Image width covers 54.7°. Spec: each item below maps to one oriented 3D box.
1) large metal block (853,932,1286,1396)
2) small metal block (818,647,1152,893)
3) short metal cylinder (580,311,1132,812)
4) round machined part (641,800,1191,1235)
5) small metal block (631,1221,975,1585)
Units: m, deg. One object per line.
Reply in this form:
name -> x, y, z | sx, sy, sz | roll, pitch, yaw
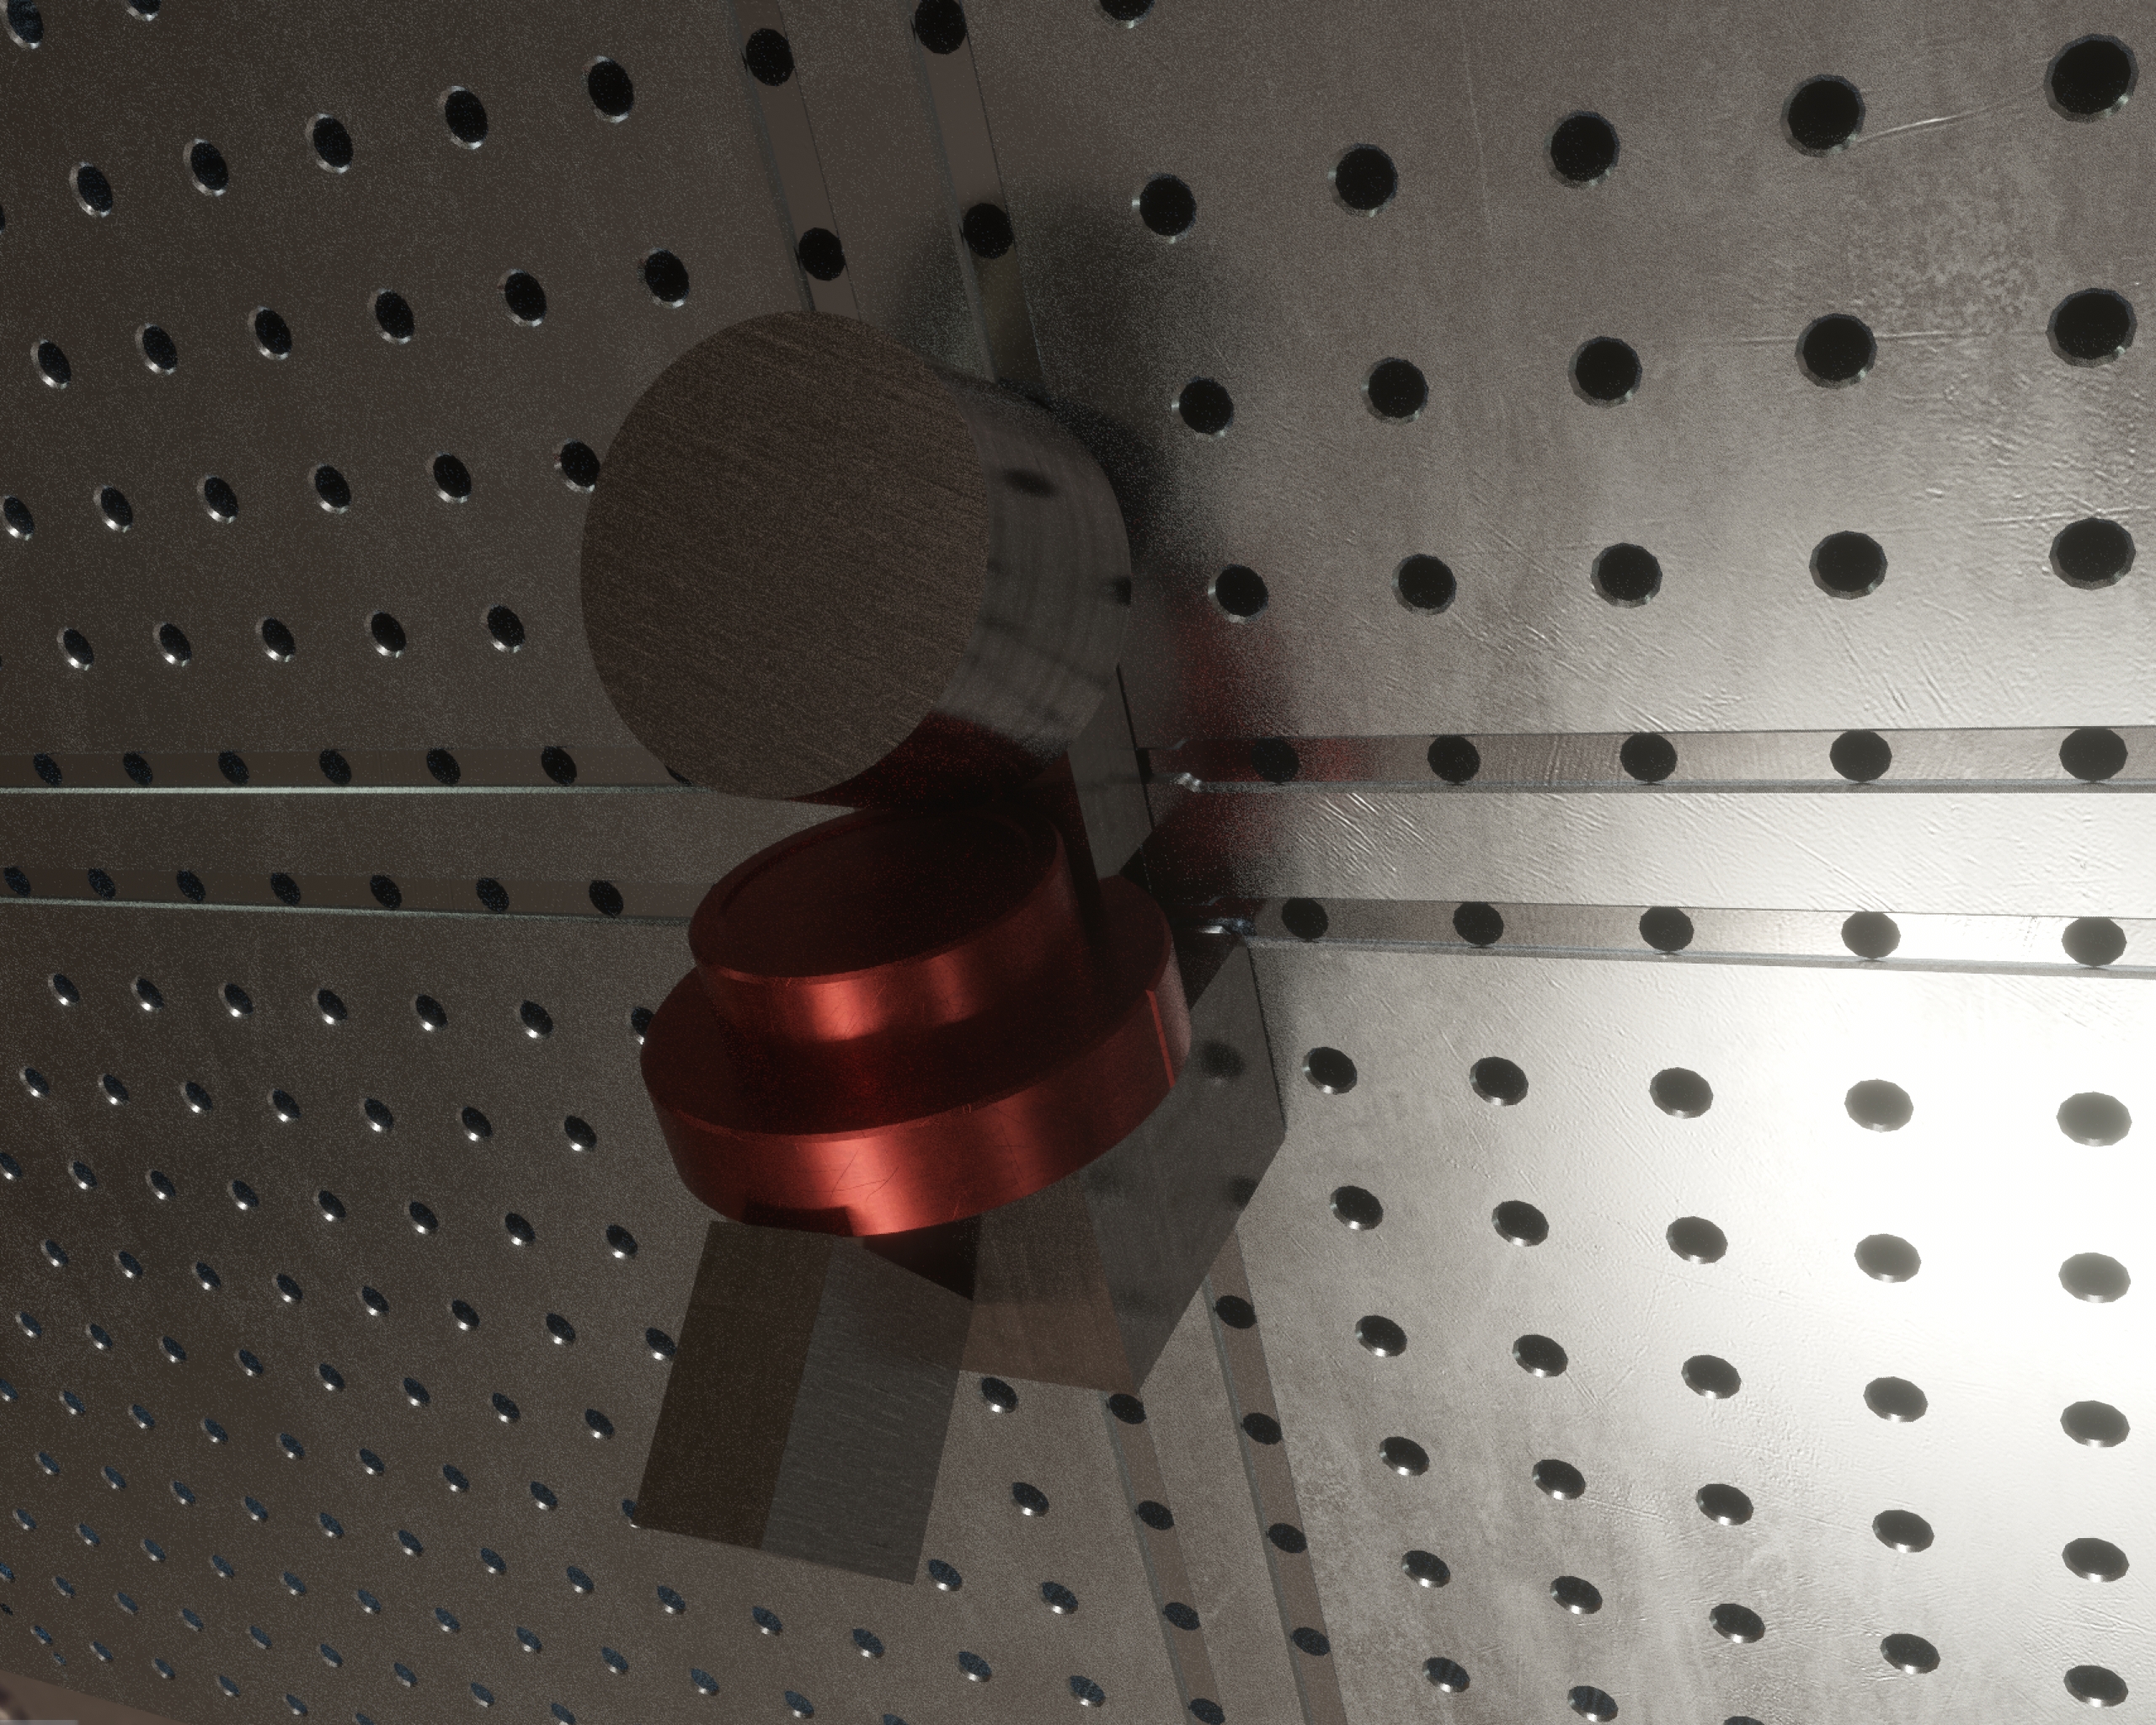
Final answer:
large metal block -> -0.014, 0.054, 0.414 | 0.080, 0.080, 0.050 | 1, 119, 27
small metal block -> -0.018, -0.022, 0.404 | 0.050, 0.025, 0.050 | 1, 119, 27
short metal cylinder -> -0.038, -0.049, 0.361 | 0.080, 0.050, 0.080 | -1, 88, 27
round machined part -> -0.032, 0.021, 0.379 | 0.098, 0.098, 0.042 | 1, 119, 27
small metal block -> -0.045, 0.093, 0.358 | 0.025, 0.050, 0.050 | 1, 157, 27
